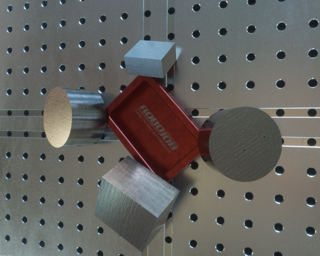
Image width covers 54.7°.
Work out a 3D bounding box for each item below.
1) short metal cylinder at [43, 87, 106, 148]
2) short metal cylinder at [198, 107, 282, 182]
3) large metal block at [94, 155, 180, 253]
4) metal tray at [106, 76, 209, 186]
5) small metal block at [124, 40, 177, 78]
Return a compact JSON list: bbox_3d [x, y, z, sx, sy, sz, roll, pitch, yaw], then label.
[{"bbox_3d":[-0.118,-0.014,0.425,0.080,0.050,0.079,1,91,45],"label":"short metal cylinder"},{"bbox_3d":[0.088,0.017,0.352,0.081,0.050,0.079,0,90,-7],"label":"short metal cylinder"},{"bbox_3d":[-0.031,0.096,0.392,0.080,0.050,0.079,32,131,16],"label":"large metal block"},{"bbox_3d":[-0.006,0.001,0.411,0.090,0.030,0.130,-43,77,15],"label":"metal tray"},{"bbox_3d":[-0.011,-0.090,0.400,0.050,0.050,0.025,10,131,20],"label":"small metal block"}]
